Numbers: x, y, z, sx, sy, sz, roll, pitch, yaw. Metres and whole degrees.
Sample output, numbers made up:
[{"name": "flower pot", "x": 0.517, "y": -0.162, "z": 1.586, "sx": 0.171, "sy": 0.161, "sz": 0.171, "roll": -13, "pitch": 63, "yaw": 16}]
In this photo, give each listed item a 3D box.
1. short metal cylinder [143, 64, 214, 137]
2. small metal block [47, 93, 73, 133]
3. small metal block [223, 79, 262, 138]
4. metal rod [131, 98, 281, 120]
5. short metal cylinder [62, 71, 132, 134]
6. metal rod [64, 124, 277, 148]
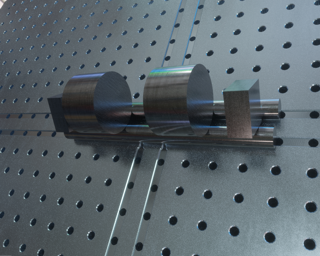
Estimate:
[{"name": "short metal cylinder", "x": 0.023, "y": -0.030, "z": 0.351, "sx": 0.050, "sy": 0.080, "sz": 0.080, "roll": 1, "pitch": 62, "yaw": 29}, {"name": "small metal block", "x": -0.129, "y": -0.026, "z": 0.447, "sx": 0.025, "sy": 0.050, "sz": 0.050, "roll": 1, "pitch": 20, "yaw": 29}, {"name": "small metal block", "x": 0.089, "y": -0.022, "z": 0.329, "sx": 0.025, "sy": 0.050, "sz": 0.050, "roll": 0, "pitch": 21, "yaw": 29}, {"name": "metal rod", "x": 0.003, "y": -0.024, "z": 0.421, "sx": 0.300, "sy": 0.025, "sz": 0.025, "roll": 1, "pitch": 62, "yaw": 28}, {"name": "short metal cylinder", "x": -0.080, "y": -0.032, "z": 0.407, "sx": 0.050, "sy": 0.080, "sz": 0.080, "roll": 1, "pitch": 62, "yaw": 29}, {"name": "metal rod", "x": -0.007, "y": 0.007, "z": 0.408, "sx": 0.300, "sy": 0.025, "sz": 0.025, "roll": 1, "pitch": 62, "yaw": 28}]
